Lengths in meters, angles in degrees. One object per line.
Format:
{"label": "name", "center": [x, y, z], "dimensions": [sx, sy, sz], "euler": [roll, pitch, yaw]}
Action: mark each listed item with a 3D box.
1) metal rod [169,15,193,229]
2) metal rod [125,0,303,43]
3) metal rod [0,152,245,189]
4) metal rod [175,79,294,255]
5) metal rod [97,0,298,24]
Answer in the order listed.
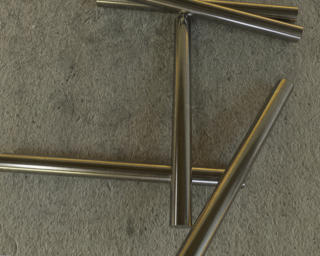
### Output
{"label": "metal rod", "center": [0.028, -0.027, 0.400], "dimensions": [0.025, 0.025, 0.299], "euler": [2, 63, 1]}
{"label": "metal rod", "center": [0.059, -0.173, 0.453], "dimensions": [0.302, 0.025, 0.025], "euler": [13, 71, -3]}
{"label": "metal rod", "center": [-0.047, 0.053, 0.388], "dimensions": [0.302, 0.025, 0.025], "euler": [4, 70, 1]}
{"label": "metal rod", "center": [0.092, 0.048, 0.364], "dimensions": [0.025, 0.025, 0.301], "euler": [32, 63, 11]}
{"label": "metal rod", "center": [0.055, -0.186, 0.476], "dimensions": [0.302, 0.025, 0.025], "euler": [6, 70, 2]}
